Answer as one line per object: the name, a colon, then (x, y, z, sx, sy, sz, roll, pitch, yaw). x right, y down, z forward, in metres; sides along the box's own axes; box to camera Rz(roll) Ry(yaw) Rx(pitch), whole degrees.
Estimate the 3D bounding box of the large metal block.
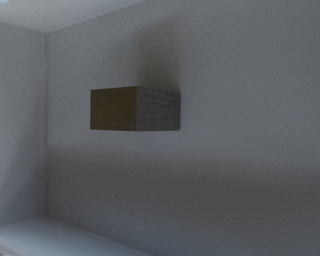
large metal block: (-0.031, -0.022, 0.395, 0.080, 0.081, 0.050, 2, 91, 40)
